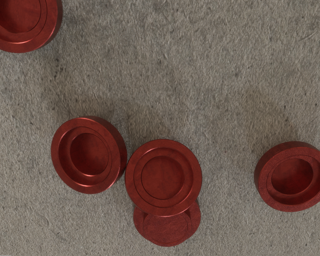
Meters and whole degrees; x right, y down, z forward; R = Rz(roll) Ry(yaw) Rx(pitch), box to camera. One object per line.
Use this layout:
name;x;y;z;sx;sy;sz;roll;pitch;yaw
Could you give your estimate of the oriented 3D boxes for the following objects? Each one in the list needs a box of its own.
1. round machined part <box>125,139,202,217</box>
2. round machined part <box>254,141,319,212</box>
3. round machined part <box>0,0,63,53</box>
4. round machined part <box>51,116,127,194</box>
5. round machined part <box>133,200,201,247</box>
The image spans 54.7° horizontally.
round machined part;0.003;0.066;0.409;0.099;0.042;0.098;2;75;-7
round machined part;0.178;0.062;0.425;0.099;0.042;0.097;0;110;0
round machined part;-0.159;-0.136;0.349;0.099;0.042;0.097;0;110;0
round machined part;-0.087;0.032;0.401;0.098;0.042;0.097;4;101;18
round machined part;0.010;0.131;0.449;0.099;0.042;0.097;0;110;0
